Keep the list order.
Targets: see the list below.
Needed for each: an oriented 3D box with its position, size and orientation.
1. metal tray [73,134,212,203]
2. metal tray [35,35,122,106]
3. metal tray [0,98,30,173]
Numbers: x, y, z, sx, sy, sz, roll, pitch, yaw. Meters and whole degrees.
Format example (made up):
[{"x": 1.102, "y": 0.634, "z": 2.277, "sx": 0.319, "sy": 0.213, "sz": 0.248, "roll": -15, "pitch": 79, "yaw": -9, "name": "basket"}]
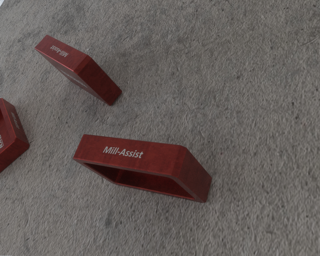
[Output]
[{"x": -0.019, "y": 0.045, "z": 0.344, "sx": 0.130, "sy": 0.090, "sz": 0.030, "roll": 5, "pitch": 64, "yaw": 30, "name": "metal tray"}, {"x": -0.128, "y": -0.091, "z": 0.484, "sx": 0.130, "sy": 0.090, "sz": 0.030, "roll": 31, "pitch": 80, "yaw": 38, "name": "metal tray"}, {"x": -0.287, "y": 0.016, "z": 0.541, "sx": 0.090, "sy": 0.030, "sz": 0.130, "roll": -41, "pitch": 51, "yaw": 0, "name": "metal tray"}]
